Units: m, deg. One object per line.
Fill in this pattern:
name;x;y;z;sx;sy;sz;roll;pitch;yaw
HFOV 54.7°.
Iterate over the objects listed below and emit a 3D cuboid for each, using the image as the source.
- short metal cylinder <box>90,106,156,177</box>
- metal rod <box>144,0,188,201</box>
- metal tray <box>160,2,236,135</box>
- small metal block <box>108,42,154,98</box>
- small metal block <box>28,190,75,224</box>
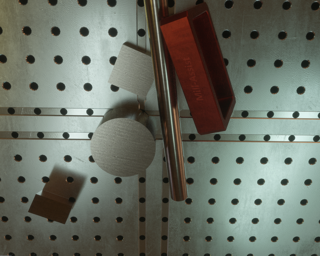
short metal cylinder;-0.046;0.017;0.406;0.081;0.050;0.079;0;110;-1
metal rod;0.010;-0.032;0.381;0.025;0.025;0.298;-7;118;2
metal tray;0.049;-0.069;0.351;0.030;0.090;0.129;-12;111;27
small metal block;-0.031;-0.072;0.386;0.050;0.025;0.050;22;108;-9
small metal block;-0.150;0.110;0.435;0.050;0.050;0.025;22;81;-9
